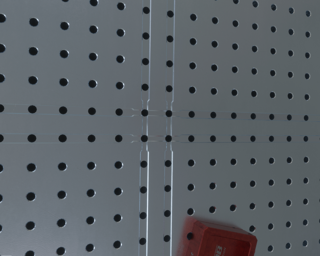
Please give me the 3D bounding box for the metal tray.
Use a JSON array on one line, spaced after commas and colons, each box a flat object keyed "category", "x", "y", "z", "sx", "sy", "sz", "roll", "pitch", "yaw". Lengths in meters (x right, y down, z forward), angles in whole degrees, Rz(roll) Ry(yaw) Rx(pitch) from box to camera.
[{"category": "metal tray", "x": 0.079, "y": 0.206, "z": 0.439, "sx": 0.091, "sy": 0.030, "sz": 0.130, "roll": 17, "pitch": 84, "yaw": -19}]
